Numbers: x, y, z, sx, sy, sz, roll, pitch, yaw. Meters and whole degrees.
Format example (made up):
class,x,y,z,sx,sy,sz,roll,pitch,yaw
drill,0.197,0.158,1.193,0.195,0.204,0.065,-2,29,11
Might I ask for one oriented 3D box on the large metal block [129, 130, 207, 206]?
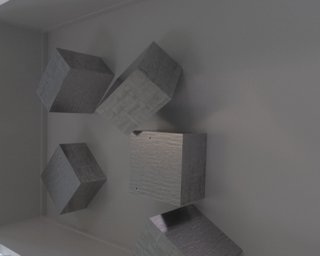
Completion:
class,x,y,z,sx,sy,sz,roll,pitch,yaw
large metal block,0.009,0.044,0.383,0.080,0.050,0.079,3,92,40

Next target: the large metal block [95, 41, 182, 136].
class,x,y,z,sx,sy,sz,roll,pitch,yaw
large metal block,-0.024,-0.049,0.383,0.050,0.080,0.080,41,125,-16

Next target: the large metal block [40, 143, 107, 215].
class,x,y,z,sx,sy,sz,roll,pitch,yaw
large metal block,-0.143,0.081,0.509,0.080,0.050,0.080,52,120,27

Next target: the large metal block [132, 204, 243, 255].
class,x,y,z,sx,sy,sz,roll,pitch,yaw
large metal block,0.031,0.137,0.346,0.080,0.081,0.050,38,114,33

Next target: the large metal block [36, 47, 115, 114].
class,x,y,z,sx,sy,sz,roll,pitch,yaw
large metal block,-0.131,-0.069,0.479,0.050,0.081,0.080,50,120,28
